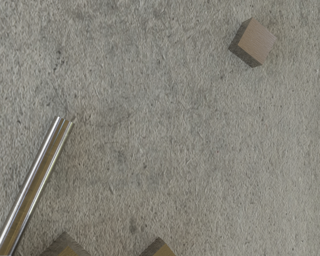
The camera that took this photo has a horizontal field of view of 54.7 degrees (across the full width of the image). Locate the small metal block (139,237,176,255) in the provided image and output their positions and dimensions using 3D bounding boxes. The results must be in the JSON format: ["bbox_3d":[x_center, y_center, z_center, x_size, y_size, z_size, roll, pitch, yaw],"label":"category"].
[{"bbox_3d":[-0.001,0.184,0.410,0.050,0.025,0.050,-39,103,-16],"label":"small metal block"}]

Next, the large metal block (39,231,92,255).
[{"bbox_3d":[-0.111,0.183,0.356,0.080,0.050,0.080,-44,104,-15],"label":"large metal block"}]

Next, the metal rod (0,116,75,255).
[{"bbox_3d":[-0.170,0.127,0.346,0.025,0.025,0.299,26,81,-19],"label":"metal rod"}]

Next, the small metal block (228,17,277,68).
[{"bbox_3d":[0.138,-0.126,0.461,0.050,0.025,0.050,32,79,-18],"label":"small metal block"}]
